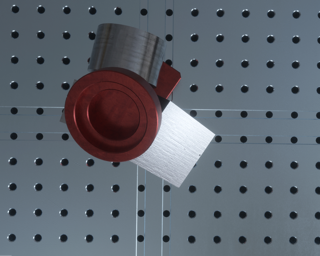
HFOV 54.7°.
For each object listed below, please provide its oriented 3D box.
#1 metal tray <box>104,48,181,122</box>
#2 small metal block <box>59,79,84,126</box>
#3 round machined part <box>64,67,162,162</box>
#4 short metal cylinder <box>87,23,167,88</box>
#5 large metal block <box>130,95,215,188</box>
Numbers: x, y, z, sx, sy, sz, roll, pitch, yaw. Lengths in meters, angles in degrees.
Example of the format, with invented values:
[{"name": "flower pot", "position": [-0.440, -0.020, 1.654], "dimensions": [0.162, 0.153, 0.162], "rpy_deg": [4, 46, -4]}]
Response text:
[{"name": "metal tray", "position": [-0.044, -0.040, 0.411], "dimensions": [0.090, 0.030, 0.130], "rpy_deg": [35, 90, -1]}, {"name": "small metal block", "position": [-0.091, -0.027, 0.368], "dimensions": [0.025, 0.050, 0.050], "rpy_deg": [19, 90, 0]}, {"name": "round machined part", "position": [-0.046, -0.016, 0.330], "dimensions": [0.098, 0.042, 0.097], "rpy_deg": [4, 110, 10]}, {"name": "short metal cylinder", "position": [-0.037, -0.080, 0.355], "dimensions": [0.080, 0.080, 0.050], "rpy_deg": [13, 90, -1]}, {"name": "large metal block", "position": [0.007, 0.015, 0.383], "dimensions": [0.080, 0.050, 0.080], "rpy_deg": [34, 90, -31]}]
